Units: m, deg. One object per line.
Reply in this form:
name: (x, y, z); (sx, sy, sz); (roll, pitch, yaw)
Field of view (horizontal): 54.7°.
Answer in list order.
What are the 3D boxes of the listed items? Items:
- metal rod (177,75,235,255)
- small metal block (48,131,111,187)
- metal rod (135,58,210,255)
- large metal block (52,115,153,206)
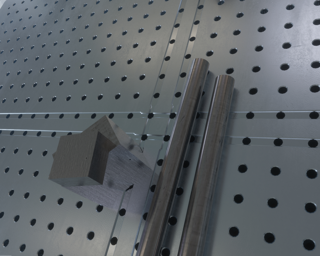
metal rod: (0.047, 0.070, 0.340); (0.025, 0.025, 0.300); (2, 62, 29)
small metal block: (-0.084, 0.034, 0.329); (0.050, 0.025, 0.050); (-7, 59, 24)
metal rod: (0.016, 0.042, 0.373); (0.025, 0.025, 0.300); (3, 63, 29)
large metal block: (-0.069, 0.043, 0.383); (0.080, 0.080, 0.050); (-36, 51, 4)
